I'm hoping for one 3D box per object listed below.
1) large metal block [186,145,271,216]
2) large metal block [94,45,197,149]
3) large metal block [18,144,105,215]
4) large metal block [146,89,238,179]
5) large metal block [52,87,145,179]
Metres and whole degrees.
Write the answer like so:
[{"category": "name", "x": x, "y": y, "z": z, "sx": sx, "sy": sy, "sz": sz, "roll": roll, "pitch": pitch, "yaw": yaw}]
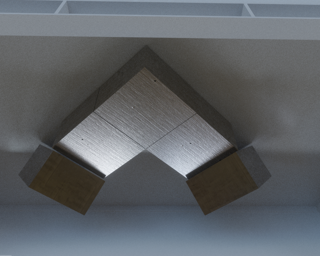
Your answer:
[{"category": "large metal block", "x": 0.095, "y": 0.069, "z": 0.422, "sx": 0.080, "sy": 0.050, "sz": 0.080, "roll": -36, "pitch": 165, "yaw": 26}, {"category": "large metal block", "x": -0.016, "y": -0.033, "z": 0.361, "sx": 0.080, "sy": 0.050, "sz": 0.080, "roll": -36, "pitch": 122, "yaw": 26}, {"category": "large metal block", "x": -0.134, "y": 0.068, "z": 0.418, "sx": 0.080, "sy": 0.050, "sz": 0.080, "roll": 38, "pitch": 163, "yaw": -28}, {"category": "large metal block", "x": 0.040, "y": 0.010, "z": 0.399, "sx": 0.080, "sy": 0.050, "sz": 0.080, "roll": -36, "pitch": 122, "yaw": 26}, {"category": "large metal block", "x": -0.075, "y": 0.009, "z": 0.397, "sx": 0.080, "sy": 0.050, "sz": 0.080, "roll": -36, "pitch": 122, "yaw": 26}]
